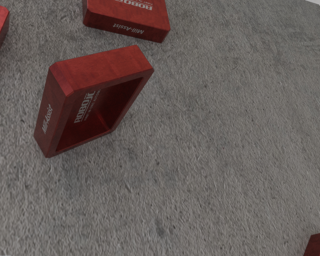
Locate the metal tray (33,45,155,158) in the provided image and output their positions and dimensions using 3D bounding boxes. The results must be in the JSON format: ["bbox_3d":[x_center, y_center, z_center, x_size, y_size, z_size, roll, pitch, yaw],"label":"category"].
[{"bbox_3d":[-0.071,-0.023,0.312,0.091,0.129,0.030,-24,75,-37],"label":"metal tray"}]

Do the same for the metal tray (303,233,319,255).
[{"bbox_3d":[0.243,0.213,0.401,0.130,0.030,0.091,46,51,3],"label":"metal tray"}]

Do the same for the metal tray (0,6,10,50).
[{"bbox_3d":[-0.246,-0.114,0.337,0.131,0.030,0.090,14,56,-20],"label":"metal tray"}]

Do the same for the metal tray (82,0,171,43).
[{"bbox_3d":[-0.053,-0.189,0.487,0.131,0.030,0.090,6,59,-25],"label":"metal tray"}]
